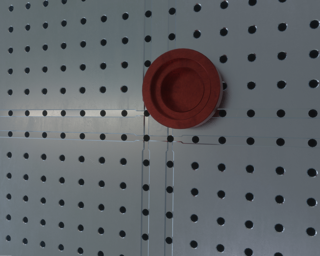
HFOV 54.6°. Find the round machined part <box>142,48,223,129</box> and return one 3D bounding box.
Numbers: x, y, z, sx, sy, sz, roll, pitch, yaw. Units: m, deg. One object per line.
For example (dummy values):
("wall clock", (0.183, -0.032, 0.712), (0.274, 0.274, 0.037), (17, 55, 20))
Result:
("round machined part", (0.031, -0.047, 0.393), (0.098, 0.042, 0.097), (0, 90, 20))
